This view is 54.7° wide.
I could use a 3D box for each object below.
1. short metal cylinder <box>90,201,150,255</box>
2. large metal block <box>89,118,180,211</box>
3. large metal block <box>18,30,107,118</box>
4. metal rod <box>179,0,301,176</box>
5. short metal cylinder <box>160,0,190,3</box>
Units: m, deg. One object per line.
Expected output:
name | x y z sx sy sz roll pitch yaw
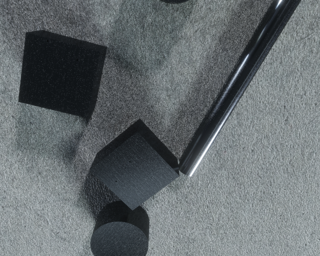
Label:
short metal cylinder | -0.056 0.154 0.453 0.081 0.050 0.079 0 110 0
large metal block | -0.032 0.048 0.414 0.080 0.050 0.080 -39 106 13
large metal block | -0.114 -0.066 0.371 0.080 0.050 0.079 14 110 -5
metal rod | 0.103 -0.065 0.386 0.025 0.025 0.298 26 108 -9
short metal cylinder | 0.017 -0.176 0.332 0.081 0.050 0.079 0 110 0
